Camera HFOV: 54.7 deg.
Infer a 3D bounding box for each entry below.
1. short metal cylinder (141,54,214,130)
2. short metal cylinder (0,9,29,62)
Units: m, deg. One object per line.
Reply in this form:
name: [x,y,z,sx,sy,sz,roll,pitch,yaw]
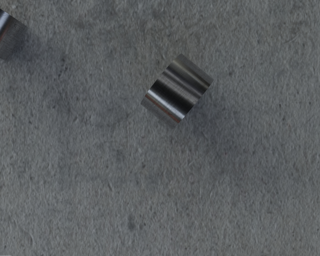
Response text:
short metal cylinder: [0.021,-0.044,0.383,0.050,0.080,0.080,39,90,-1]
short metal cylinder: [-0.213,-0.125,0.380,0.080,0.080,0.050,30,90,-1]
